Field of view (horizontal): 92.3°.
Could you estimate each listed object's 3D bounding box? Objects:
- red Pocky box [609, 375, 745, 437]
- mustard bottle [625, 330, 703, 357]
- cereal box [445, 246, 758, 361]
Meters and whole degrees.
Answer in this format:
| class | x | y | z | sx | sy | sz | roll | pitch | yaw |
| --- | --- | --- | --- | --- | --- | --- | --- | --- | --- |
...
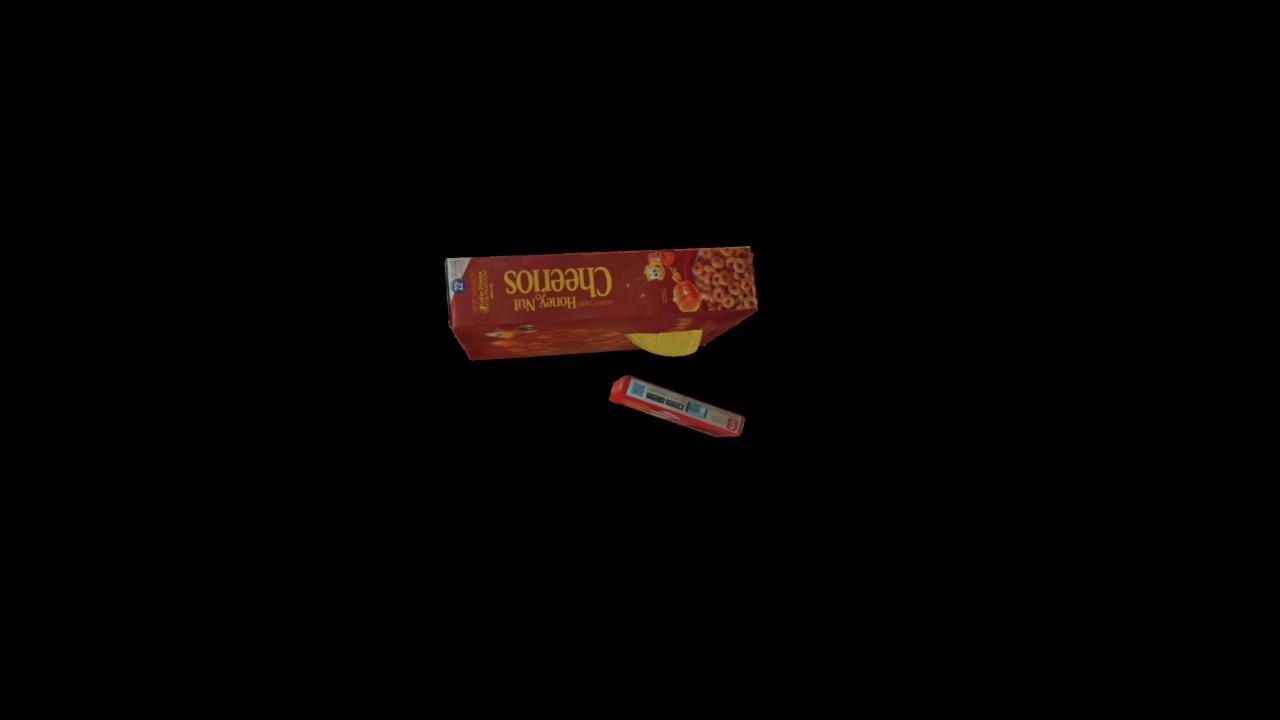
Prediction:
| class | x | y | z | sx | sy | sz | roll | pitch | yaw |
| --- | --- | --- | --- | --- | --- | --- | --- | --- | --- |
| red Pocky box | 0.042 | 0.059 | 0.754 | 0.155 | 0.028 | 0.083 | 20 | -11 | -9 |
| mustard bottle | 0.006 | -0.045 | 0.742 | 0.092 | 0.054 | 0.184 | 9 | 7 | -14 |
| cereal box | -0.049 | -0.058 | 0.686 | 0.306 | 0.081 | 0.203 | -3 | -9 | -10 |
